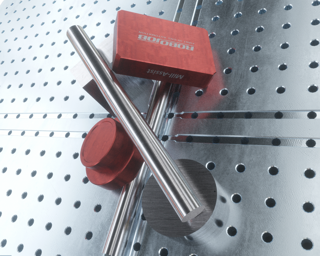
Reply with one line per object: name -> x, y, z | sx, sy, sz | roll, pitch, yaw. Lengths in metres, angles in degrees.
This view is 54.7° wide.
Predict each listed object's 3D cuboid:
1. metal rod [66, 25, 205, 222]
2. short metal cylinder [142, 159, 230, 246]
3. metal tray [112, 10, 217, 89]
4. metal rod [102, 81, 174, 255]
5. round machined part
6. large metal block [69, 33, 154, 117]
metal rod -> -0.044, -0.027, 0.356 | 0.025, 0.025, 0.300 | -37, 59, 3
short metal cylinder -> 0.028, 0.079, 0.329 | 0.080, 0.050, 0.080 | -13, 56, 20
metal tray -> 0.005, -0.105, 0.415 | 0.131, 0.030, 0.090 | 7, 55, -16
metal rod -> -0.014, 0.012, 0.407 | 0.025, 0.025, 0.300 | 3, 63, 29
round machined part -> -0.063, 0.026, 0.393 | 0.098, 0.042, 0.098 | -27, 45, 31
large metal block -> -0.069, -0.075, 0.454 | 0.080, 0.080, 0.050 | -41, 51, 0
